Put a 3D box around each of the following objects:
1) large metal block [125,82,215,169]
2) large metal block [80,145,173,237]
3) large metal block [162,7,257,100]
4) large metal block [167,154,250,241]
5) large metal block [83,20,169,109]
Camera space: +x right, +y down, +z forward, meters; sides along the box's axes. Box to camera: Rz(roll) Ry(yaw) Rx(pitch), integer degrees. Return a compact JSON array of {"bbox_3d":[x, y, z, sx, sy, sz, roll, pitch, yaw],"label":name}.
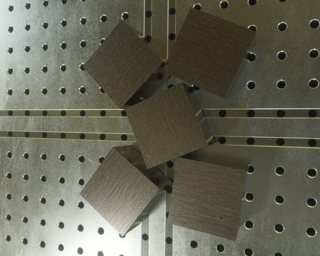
[{"bbox_3d":[0.014,-0.002,0.394,0.080,0.050,0.080,-24,82,18],"label":"large metal block"},{"bbox_3d":[-0.045,0.080,0.414,0.080,0.050,0.080,40,102,16],"label":"large metal block"},{"bbox_3d":[0.061,-0.087,0.377,0.080,0.050,0.080,27,99,15],"label":"large metal block"},{"bbox_3d":[0.060,0.080,0.378,0.080,0.050,0.080,10,93,19],"label":"large metal block"},{"bbox_3d":[-0.040,-0.080,0.414,0.080,0.050,0.080,-46,75,15],"label":"large metal block"}]
